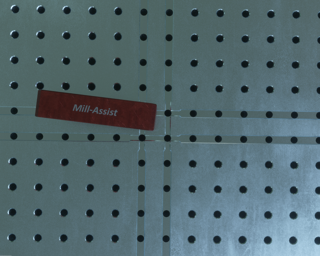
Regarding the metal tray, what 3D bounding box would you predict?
[{"bbox_3d":[-0.070,-0.020,0.379,0.131,0.090,0.030,7,90,-1],"label":"metal tray"}]
